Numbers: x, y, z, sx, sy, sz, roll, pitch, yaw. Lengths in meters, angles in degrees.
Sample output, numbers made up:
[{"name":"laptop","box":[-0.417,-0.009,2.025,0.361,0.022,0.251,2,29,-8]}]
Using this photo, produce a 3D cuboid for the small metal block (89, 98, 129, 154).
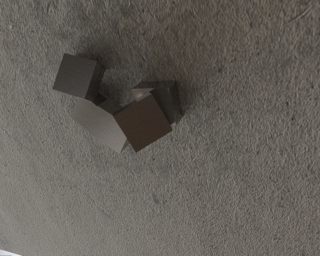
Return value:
[{"name":"small metal block","box":[-0.059,-0.003,0.403,0.050,0.025,0.050,33,129,6]}]

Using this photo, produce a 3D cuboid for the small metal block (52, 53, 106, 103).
[{"name":"small metal block","box":[-0.106,-0.066,0.406,0.050,0.025,0.050,17,89,17]}]

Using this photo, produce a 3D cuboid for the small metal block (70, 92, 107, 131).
[{"name":"small metal block","box":[-0.094,-0.022,0.442,0.050,0.025,0.050,39,129,1]}]

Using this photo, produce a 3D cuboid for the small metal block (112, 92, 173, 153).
[{"name":"small metal block","box":[-0.021,-0.007,0.365,0.050,0.025,0.050,-31,105,-3]}]

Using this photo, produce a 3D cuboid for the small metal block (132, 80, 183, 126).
[{"name":"small metal block","box":[-0.002,-0.031,0.389,0.050,0.025,0.050,2,120,27]}]
